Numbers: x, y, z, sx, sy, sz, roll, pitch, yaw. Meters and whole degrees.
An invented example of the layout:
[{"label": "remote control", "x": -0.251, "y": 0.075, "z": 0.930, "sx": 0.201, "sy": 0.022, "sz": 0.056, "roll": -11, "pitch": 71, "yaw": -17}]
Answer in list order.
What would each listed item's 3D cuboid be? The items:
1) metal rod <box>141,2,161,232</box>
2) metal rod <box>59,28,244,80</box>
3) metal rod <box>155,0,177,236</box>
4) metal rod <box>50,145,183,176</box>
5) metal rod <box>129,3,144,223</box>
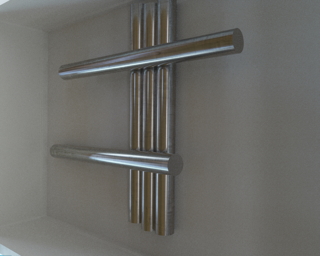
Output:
[{"label": "metal rod", "x": -0.011, "y": -0.014, "z": 0.415, "sx": 0.025, "sy": 0.025, "sz": 0.298, "roll": 1, "pitch": 91, "yaw": 40}, {"label": "metal rod", "x": -0.037, "y": -0.088, "z": 0.403, "sx": 0.300, "sy": 0.025, "sz": 0.025, "roll": 1, "pitch": 91, "yaw": 40}, {"label": "metal rod", "x": 0.008, "y": -0.014, "z": 0.398, "sx": 0.025, "sy": 0.025, "sz": 0.298, "roll": 1, "pitch": 91, "yaw": 40}, {"label": "metal rod", "x": -0.085, "y": 0.041, "z": 0.452, "sx": 0.300, "sy": 0.025, "sz": 0.025, "roll": 0, "pitch": 90, "yaw": 47}, {"label": "metal rod", "x": -0.030, "y": -0.020, "z": 0.431, "sx": 0.025, "sy": 0.025, "sz": 0.298, "roll": 1, "pitch": 91, "yaw": 40}]
